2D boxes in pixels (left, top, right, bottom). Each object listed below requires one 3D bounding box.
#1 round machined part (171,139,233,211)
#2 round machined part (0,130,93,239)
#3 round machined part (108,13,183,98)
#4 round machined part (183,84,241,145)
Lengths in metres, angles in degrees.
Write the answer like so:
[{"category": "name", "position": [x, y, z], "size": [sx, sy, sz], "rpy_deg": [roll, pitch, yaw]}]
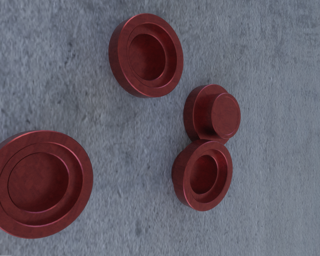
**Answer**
[{"category": "round machined part", "position": [0.055, 0.064, 0.438], "size": [0.099, 0.042, 0.097], "rpy_deg": [-6, 100, -38]}, {"category": "round machined part", "position": [-0.118, 0.051, 0.296], "size": [0.099, 0.042, 0.097], "rpy_deg": [0, 90, -40]}, {"category": "round machined part", "position": [-0.021, -0.085, 0.378], "size": [0.099, 0.042, 0.097], "rpy_deg": [0, 90, -40]}, {"category": "round machined part", "position": [0.085, -0.018, 0.467], "size": [0.099, 0.042, 0.097], "rpy_deg": [0, 90, -40]}]
